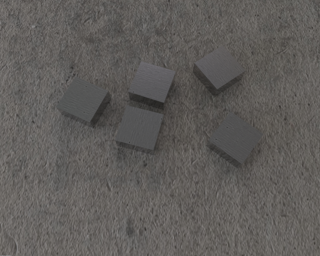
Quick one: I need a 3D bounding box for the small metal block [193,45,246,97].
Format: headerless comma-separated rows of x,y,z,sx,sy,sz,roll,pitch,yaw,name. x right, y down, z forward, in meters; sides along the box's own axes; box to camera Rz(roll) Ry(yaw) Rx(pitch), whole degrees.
0.083,-0.080,0.438,0.050,0.025,0.050,-34,74,-12,small metal block

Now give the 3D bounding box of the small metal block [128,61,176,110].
-0.010,-0.059,0.429,0.050,0.025,0.050,18,71,6,small metal block

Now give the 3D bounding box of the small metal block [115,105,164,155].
-0.026,0.003,0.407,0.050,0.025,0.050,14,71,5,small metal block

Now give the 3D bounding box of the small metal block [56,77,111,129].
-0.102,-0.034,0.420,0.050,0.025,0.050,24,72,8,small metal block

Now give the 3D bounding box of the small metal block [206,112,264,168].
0.096,0.016,0.403,0.050,0.025,0.050,37,74,12,small metal block
